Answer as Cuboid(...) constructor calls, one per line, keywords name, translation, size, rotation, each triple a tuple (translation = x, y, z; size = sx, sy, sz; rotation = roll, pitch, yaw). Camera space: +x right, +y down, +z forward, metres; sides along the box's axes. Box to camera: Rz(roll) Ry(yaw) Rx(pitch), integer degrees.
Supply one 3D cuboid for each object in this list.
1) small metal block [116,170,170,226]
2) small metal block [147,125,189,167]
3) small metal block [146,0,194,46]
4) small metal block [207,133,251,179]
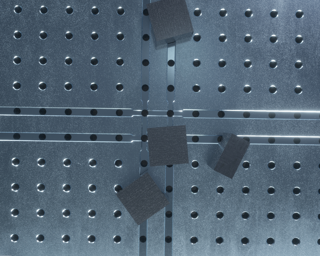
Cuboid(name="small metal block", translation=(-0.022, 0.092, 0.413), size=(0.050, 0.025, 0.050), rotation=(-35, 90, 0))
Cuboid(name="small metal block", translation=(0.010, 0.023, 0.413), size=(0.050, 0.025, 0.050), rotation=(-5, 90, 0))
Cuboid(name="small metal block", translation=(0.013, -0.143, 0.413), size=(0.050, 0.025, 0.050), rotation=(-16, 90, 0))
Cuboid(name="small metal block", translation=(0.088, 0.034, 0.401), size=(0.025, 0.050, 0.050), rotation=(27, 90, 0))
